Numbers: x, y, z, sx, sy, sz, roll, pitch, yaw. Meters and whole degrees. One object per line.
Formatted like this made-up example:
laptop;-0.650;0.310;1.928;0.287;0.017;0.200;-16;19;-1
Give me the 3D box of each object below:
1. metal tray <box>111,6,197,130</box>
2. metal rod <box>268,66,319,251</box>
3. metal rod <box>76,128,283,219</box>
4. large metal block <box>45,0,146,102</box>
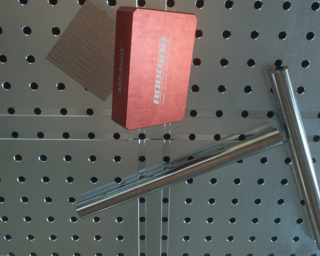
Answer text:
metal tray;-0.007;-0.068;0.359;0.091;0.030;0.129;-11;116;-38
metal rod;0.204;0.056;0.437;0.025;0.025;0.299;-21;109;7
metal rod;0.022;0.066;0.438;0.301;0.025;0.025;-22;109;7
large metal block;-0.071;-0.091;0.365;0.080;0.050;0.080;38;105;-13
